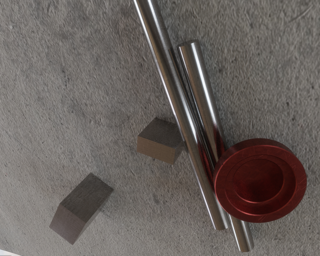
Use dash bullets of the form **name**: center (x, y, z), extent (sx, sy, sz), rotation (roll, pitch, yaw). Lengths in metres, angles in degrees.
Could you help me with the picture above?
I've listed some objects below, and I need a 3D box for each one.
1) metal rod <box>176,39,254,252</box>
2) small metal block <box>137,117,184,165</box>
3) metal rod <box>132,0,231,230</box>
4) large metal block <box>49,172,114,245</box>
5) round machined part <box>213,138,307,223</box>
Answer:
- **metal rod**: center (0.076, 0.039, 0.389), extent (0.025, 0.025, 0.298), rotation (-6, 116, 30)
- **small metal block**: center (0.005, 0.015, 0.396), extent (0.050, 0.050, 0.025), rotation (18, 126, 17)
- **metal rod**: center (0.031, -0.008, 0.368), extent (0.025, 0.025, 0.298), rotation (-10, 109, 32)
- **large metal block**: center (-0.132, 0.135, 0.522), extent (0.050, 0.080, 0.079), rotation (36, 129, 4)
- **round machined part**: center (0.111, 0.056, 0.357), extent (0.099, 0.042, 0.097), rotation (1, 110, 4)
